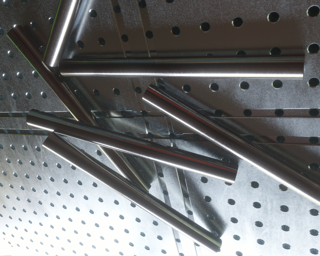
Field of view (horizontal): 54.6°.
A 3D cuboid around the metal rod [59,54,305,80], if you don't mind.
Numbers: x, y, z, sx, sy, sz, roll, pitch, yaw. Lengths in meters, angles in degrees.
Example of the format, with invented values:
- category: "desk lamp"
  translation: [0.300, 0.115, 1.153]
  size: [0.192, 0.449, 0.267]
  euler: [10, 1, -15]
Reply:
- category: "metal rod"
  translation: [0.004, -0.071, 0.365]
  size: [0.300, 0.025, 0.025]
  euler: [5, 121, 25]

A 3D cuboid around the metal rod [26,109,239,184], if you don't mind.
- category: "metal rod"
  translation: [-0.045, 0.022, 0.426]
  size: [0.301, 0.025, 0.025]
  euler: [15, 125, 11]

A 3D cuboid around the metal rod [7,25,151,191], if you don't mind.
- category: "metal rod"
  translation: [-0.114, -0.020, 0.459]
  size: [0.025, 0.025, 0.300]
  euler: [-30, 102, 38]

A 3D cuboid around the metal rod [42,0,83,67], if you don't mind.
- category: "metal rod"
  translation: [-0.082, -0.187, 0.339]
  size: [0.025, 0.025, 0.298]
  euler: [39, 129, 2]

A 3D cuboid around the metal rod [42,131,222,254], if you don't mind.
- category: "metal rod"
  translation: [-0.035, 0.099, 0.458]
  size: [0.301, 0.025, 0.025]
  euler: [34, 130, -8]

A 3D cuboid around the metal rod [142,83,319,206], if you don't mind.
- category: "metal rod"
  translation: [0.112, 0.032, 0.371]
  size: [0.301, 0.025, 0.025]
  euler: [31, 129, 8]
